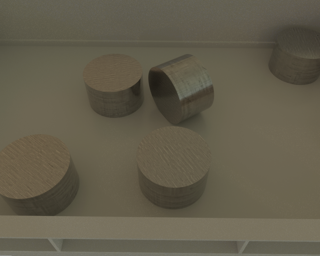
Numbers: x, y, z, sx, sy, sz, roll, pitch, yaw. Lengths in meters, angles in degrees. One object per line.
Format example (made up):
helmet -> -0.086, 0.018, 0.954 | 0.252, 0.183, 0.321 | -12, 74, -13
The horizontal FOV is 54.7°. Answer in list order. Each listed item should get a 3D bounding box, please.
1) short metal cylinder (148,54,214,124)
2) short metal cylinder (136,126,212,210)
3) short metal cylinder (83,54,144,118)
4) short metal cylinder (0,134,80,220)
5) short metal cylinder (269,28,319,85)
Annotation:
short metal cylinder -> 0.027, -0.052, 0.413 | 0.050, 0.080, 0.080 | -26, 55, -20
short metal cylinder -> 0.015, 0.044, 0.351 | 0.080, 0.050, 0.080 | 0, 50, 0
short metal cylinder -> -0.064, -0.061, 0.439 | 0.080, 0.050, 0.080 | 0, 50, 0
short metal cylinder -> -0.135, 0.054, 0.343 | 0.080, 0.050, 0.080 | 0, 50, 0
short metal cylinder -> 0.218, -0.113, 0.485 | 0.080, 0.050, 0.080 | 0, 50, 0
